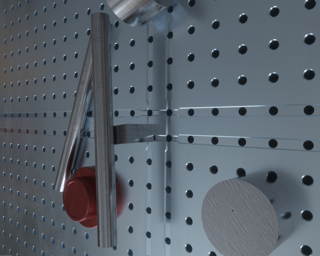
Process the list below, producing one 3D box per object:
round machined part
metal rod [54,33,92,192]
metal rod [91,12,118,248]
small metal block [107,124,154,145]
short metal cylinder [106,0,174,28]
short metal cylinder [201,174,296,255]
[{"bbox_3d":[-0.119,0.112,0.497,0.098,0.042,0.097,0,90,40],"label":"round machined part"},{"bbox_3d":[-0.134,-0.030,0.520,0.025,0.025,0.298,28,108,36],"label":"metal rod"},{"bbox_3d":[-0.073,0.001,0.404,0.025,0.025,0.298,-4,87,40],"label":"metal rod"},{"bbox_3d":[-0.045,0.010,0.430,0.050,0.050,0.025,-8,85,40],"label":"small metal block"},{"bbox_3d":[-0.027,-0.178,0.396,0.050,0.081,0.080,-24,75,37],"label":"short metal cylinder"},{"bbox_3d":[0.090,0.090,0.319,0.080,0.050,0.080,0,90,39],"label":"short metal cylinder"}]
